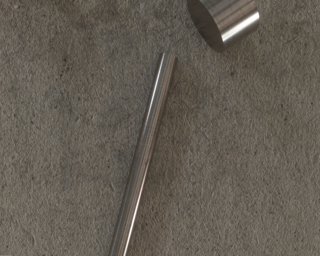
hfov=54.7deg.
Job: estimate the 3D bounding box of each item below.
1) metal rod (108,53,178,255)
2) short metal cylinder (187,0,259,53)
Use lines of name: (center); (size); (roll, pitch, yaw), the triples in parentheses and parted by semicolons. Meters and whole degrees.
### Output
metal rod: (-0.025, 0.049, 0.409); (0.025, 0.025, 0.298); (14, 90, 0)
short metal cylinder: (0.077, -0.141, 0.383); (0.050, 0.080, 0.080); (-34, 90, 0)
